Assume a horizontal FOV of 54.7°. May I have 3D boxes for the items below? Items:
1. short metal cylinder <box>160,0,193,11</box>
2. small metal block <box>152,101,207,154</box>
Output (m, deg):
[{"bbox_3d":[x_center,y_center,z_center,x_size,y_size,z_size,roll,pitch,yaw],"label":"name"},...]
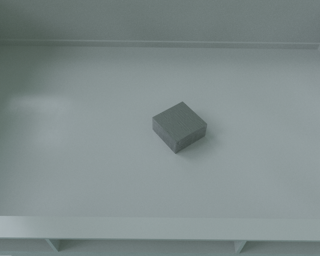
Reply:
[{"bbox_3d":[0.029,-0.273,0.602,0.050,0.080,0.080,-11,51,-9],"label":"short metal cylinder"},{"bbox_3d":[0.025,-0.002,0.407,0.050,0.025,0.050,-29,56,-23],"label":"small metal block"}]
